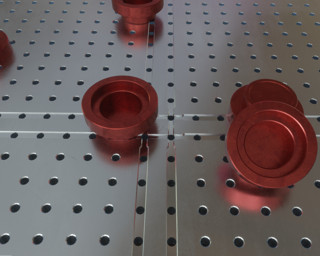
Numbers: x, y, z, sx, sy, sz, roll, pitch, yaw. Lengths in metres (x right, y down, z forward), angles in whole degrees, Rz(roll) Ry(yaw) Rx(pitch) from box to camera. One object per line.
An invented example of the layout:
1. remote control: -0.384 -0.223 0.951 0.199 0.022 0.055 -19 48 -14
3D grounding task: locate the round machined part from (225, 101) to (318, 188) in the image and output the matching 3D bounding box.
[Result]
1. round machined part: 0.125 0.021 0.363 0.098 0.042 0.098 -1 79 4

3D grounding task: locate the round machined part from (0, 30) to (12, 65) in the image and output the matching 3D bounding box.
1. round machined part: -0.303 -0.139 0.512 0.099 0.042 0.098 0 50 0

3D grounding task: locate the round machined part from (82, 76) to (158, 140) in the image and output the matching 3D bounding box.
1. round machined part: -0.052 -0.023 0.416 0.099 0.042 0.098 0 50 0

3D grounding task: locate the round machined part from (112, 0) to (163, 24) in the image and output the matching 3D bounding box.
1. round machined part: -0.042 -0.236 0.595 0.099 0.042 0.098 0 50 0

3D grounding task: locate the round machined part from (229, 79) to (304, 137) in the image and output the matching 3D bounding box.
1. round machined part: 0.146 -0.029 0.422 0.099 0.042 0.098 0 50 0
